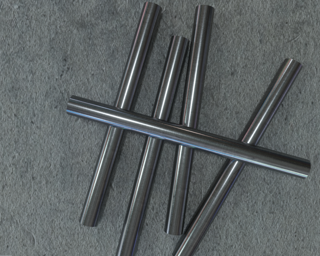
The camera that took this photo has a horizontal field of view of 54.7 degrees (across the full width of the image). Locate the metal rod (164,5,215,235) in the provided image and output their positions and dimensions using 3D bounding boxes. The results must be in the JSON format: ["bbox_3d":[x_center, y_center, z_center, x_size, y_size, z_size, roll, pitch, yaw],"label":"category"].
[{"bbox_3d":[0.039,-0.010,0.410,0.025,0.025,0.298,8,90,0],"label":"metal rod"}]

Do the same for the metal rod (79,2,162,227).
[{"bbox_3d":[-0.052,-0.018,0.409,0.025,0.025,0.298,17,90,0],"label":"metal rod"}]

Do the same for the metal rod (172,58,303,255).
[{"bbox_3d":[0.102,0.044,0.410,0.025,0.025,0.299,30,90,0],"label":"metal rod"}]

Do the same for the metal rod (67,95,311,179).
[{"bbox_3d":[0.035,0.011,0.383,0.302,0.025,0.025,15,90,0],"label":"metal rod"}]

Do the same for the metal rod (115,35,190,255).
[{"bbox_3d":[-0.010,0.027,0.409,0.025,0.025,0.298,14,90,0],"label":"metal rod"}]
